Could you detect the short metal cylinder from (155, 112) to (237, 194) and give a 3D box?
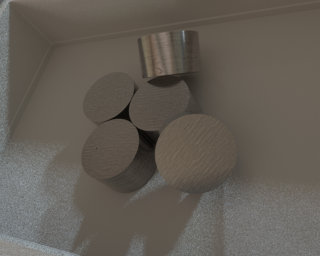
[{"bbox_3d":[0.035,0.023,0.328,0.081,0.050,0.079,0,96,-1],"label":"short metal cylinder"}]

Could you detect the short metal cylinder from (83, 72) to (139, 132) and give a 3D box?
[{"bbox_3d":[-0.060,-0.031,0.436,0.080,0.050,0.080,-13,56,20],"label":"short metal cylinder"}]

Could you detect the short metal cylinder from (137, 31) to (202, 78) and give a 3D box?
[{"bbox_3d":[0.013,-0.095,0.409,0.080,0.080,0.050,-3,99,26],"label":"short metal cylinder"}]

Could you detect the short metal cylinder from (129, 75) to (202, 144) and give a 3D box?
[{"bbox_3d":[0.008,-0.020,0.394,0.080,0.050,0.080,-13,56,20],"label":"short metal cylinder"}]

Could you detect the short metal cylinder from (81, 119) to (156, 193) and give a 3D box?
[{"bbox_3d":[-0.050,0.035,0.390,0.080,0.050,0.080,-13,56,20],"label":"short metal cylinder"}]
